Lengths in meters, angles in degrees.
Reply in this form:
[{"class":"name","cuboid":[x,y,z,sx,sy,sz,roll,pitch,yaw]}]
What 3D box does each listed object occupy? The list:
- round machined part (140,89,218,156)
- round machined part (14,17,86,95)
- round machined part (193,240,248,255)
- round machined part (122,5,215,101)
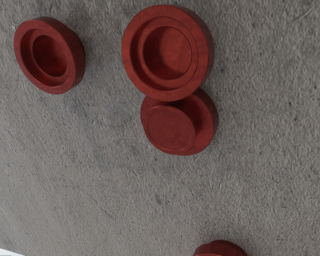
[{"class":"round machined part","cuboid":[0.019,-0.006,0.382,0.098,0.042,0.097,13,124,21]},{"class":"round machined part","cuboid":[-0.139,-0.097,0.409,0.098,0.042,0.097,13,124,21]},{"class":"round machined part","cuboid":[0.098,0.212,0.475,0.098,0.042,0.097,13,124,21]},{"class":"round machined part","cuboid":[0.012,-0.081,0.334,0.098,0.042,0.097,10,115,23]}]
